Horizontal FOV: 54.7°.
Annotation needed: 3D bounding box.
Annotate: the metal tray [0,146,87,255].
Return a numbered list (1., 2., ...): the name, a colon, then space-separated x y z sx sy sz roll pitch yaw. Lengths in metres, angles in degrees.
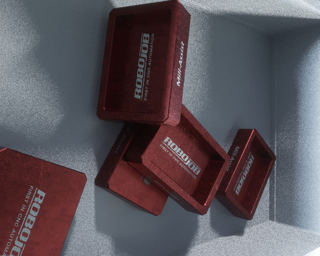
1. metal tray: -0.134 0.092 0.291 0.090 0.030 0.130 28 73 -37

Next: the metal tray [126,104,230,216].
1. metal tray: 0.029 0.038 0.387 0.130 0.030 0.090 45 63 -31

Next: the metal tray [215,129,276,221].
1. metal tray: 0.145 0.077 0.524 0.090 0.030 0.130 46 63 -30

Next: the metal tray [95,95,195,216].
1. metal tray: -0.012 0.033 0.393 0.090 0.030 0.130 40 66 -33

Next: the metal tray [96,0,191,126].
1. metal tray: -0.019 -0.070 0.345 0.030 0.090 0.129 16 79 -62
